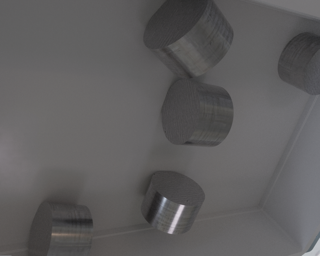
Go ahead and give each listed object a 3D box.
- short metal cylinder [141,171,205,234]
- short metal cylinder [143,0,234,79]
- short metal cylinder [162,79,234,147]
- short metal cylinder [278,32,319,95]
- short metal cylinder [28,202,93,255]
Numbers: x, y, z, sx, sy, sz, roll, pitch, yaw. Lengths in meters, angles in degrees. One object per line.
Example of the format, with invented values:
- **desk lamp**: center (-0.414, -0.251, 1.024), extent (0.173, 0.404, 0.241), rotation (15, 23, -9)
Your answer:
- **short metal cylinder**: center (0.018, 0.105, 0.448), extent (0.081, 0.080, 0.050), rotation (6, 115, -31)
- **short metal cylinder**: center (0.029, -0.099, 0.327), extent (0.080, 0.080, 0.050), rotation (-47, 129, 5)
- **short metal cylinder**: center (0.045, -0.017, 0.387), extent (0.050, 0.080, 0.079), rotation (6, 115, -31)
- **short metal cylinder**: center (0.223, -0.095, 0.455), extent (0.081, 0.050, 0.079), rotation (-14, 124, -21)
- **short metal cylinder**: center (-0.125, 0.136, 0.388), extent (0.050, 0.080, 0.080), rotation (16, 110, -35)
